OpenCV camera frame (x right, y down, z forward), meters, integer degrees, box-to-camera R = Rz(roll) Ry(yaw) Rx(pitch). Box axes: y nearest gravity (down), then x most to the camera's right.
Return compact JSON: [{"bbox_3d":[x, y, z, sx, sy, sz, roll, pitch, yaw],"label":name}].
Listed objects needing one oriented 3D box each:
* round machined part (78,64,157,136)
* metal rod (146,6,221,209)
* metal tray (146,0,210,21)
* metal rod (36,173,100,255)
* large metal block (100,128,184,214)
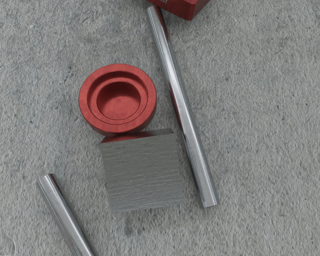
[{"bbox_3d":[-0.054,-0.032,0.410,0.099,0.042,0.098,0,69,-1],"label":"round machined part"},{"bbox_3d":[0.026,-0.041,0.423,0.025,0.025,0.299,-13,71,-5],"label":"metal rod"},{"bbox_3d":[0.013,-0.225,0.476,0.130,0.030,0.090,30,57,10],"label":"metal tray"},{"bbox_3d":[-0.060,0.181,0.341,0.025,0.025,0.299,-31,73,-11],"label":"metal rod"},{"bbox_3d":[-0.020,0.047,0.361,0.081,0.050,0.079,-8,97,-3],"label":"large metal block"}]
